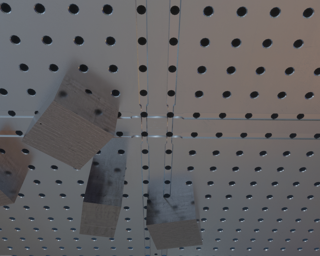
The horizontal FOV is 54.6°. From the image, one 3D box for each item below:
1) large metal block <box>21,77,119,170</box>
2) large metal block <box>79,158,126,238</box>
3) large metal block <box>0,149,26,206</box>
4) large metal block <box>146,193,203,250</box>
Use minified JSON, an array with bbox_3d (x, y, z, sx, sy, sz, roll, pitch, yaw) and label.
[{"bbox_3d":[-0.111,-0.003,0.391,0.080,0.050,0.080,33,123,-25],"label":"large metal block"},{"bbox_3d":[-0.085,0.104,0.463,0.050,0.080,0.079,10,129,-8],"label":"large metal block"},{"bbox_3d":[-0.264,0.075,0.456,0.080,0.050,0.080,-14,129,11],"label":"large metal block"},{"bbox_3d":[0.026,0.162,0.533,0.080,0.050,0.080,-10,130,8],"label":"large metal block"}]
